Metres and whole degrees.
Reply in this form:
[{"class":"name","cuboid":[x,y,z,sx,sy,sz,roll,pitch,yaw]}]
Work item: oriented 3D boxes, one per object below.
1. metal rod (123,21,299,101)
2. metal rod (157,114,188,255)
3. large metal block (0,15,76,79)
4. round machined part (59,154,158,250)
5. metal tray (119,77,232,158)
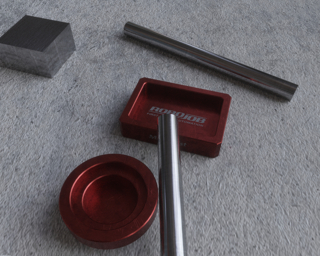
[{"class":"metal rod","cuboid":[0.069,-0.114,0.499,0.301,0.025,0.025,27,55,20]},{"class":"metal rod","cuboid":[0.013,0.115,0.286,0.025,0.025,0.299,-1,56,-1]},{"class":"large metal block","cuboid":[-0.194,-0.131,0.495,0.080,0.050,0.080,14,51,11]},{"class":"round machined part","cuboid":[-0.051,0.079,0.325,0.099,0.042,0.098,0,50,0]},{"class":"metal tray","cuboid":[0.022,-0.017,0.414,0.131,0.030,0.090,13,51,10]}]
